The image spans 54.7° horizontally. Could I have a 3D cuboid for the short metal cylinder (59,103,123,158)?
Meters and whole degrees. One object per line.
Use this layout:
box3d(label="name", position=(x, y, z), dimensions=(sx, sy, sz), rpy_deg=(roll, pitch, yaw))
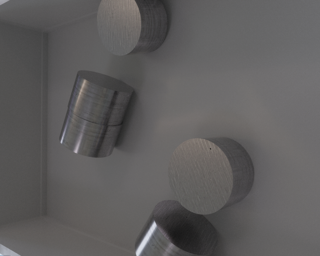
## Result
box3d(label="short metal cylinder", position=(-0.100, 0.002, 0.454), dimensions=(0.080, 0.081, 0.050), rpy_deg=(34, 111, 35))

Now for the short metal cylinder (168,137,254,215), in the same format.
box3d(label="short metal cylinder", position=(0.056, 0.050, 0.344), dimensions=(0.080, 0.050, 0.080), rpy_deg=(0, 90, 40))

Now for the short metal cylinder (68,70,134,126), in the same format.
box3d(label="short metal cylinder", position=(-0.084, -0.044, 0.441), dimensions=(0.080, 0.081, 0.050), rpy_deg=(34, 111, 35))

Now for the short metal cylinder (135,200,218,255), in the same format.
box3d(label="short metal cylinder", position=(0.018, 0.129, 0.356), dimensions=(0.080, 0.081, 0.050), rpy_deg=(41, 115, 32))

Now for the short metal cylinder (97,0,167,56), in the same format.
box3d(label="short metal cylinder", position=(-0.037, -0.138, 0.410), dimensions=(0.080, 0.050, 0.079), rpy_deg=(14, 113, 37))
